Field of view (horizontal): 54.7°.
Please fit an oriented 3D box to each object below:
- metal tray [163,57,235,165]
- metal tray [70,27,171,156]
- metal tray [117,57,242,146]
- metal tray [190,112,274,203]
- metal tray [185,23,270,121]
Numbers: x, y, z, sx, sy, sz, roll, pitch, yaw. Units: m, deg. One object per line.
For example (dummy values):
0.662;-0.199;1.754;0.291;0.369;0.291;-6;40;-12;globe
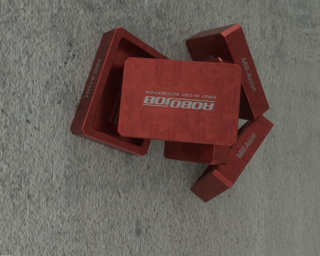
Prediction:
0.050;-0.020;0.408;0.030;0.090;0.129;8;85;-40;metal tray
-0.041;-0.040;0.370;0.090;0.030;0.130;25;74;-37;metal tray
0.022;-0.029;0.353;0.131;0.030;0.089;5;86;4;metal tray
0.105;0.043;0.454;0.030;0.090;0.131;41;60;6;metal tray
0.095;-0.076;0.443;0.030;0.090;0.129;-35;112;-19;metal tray
